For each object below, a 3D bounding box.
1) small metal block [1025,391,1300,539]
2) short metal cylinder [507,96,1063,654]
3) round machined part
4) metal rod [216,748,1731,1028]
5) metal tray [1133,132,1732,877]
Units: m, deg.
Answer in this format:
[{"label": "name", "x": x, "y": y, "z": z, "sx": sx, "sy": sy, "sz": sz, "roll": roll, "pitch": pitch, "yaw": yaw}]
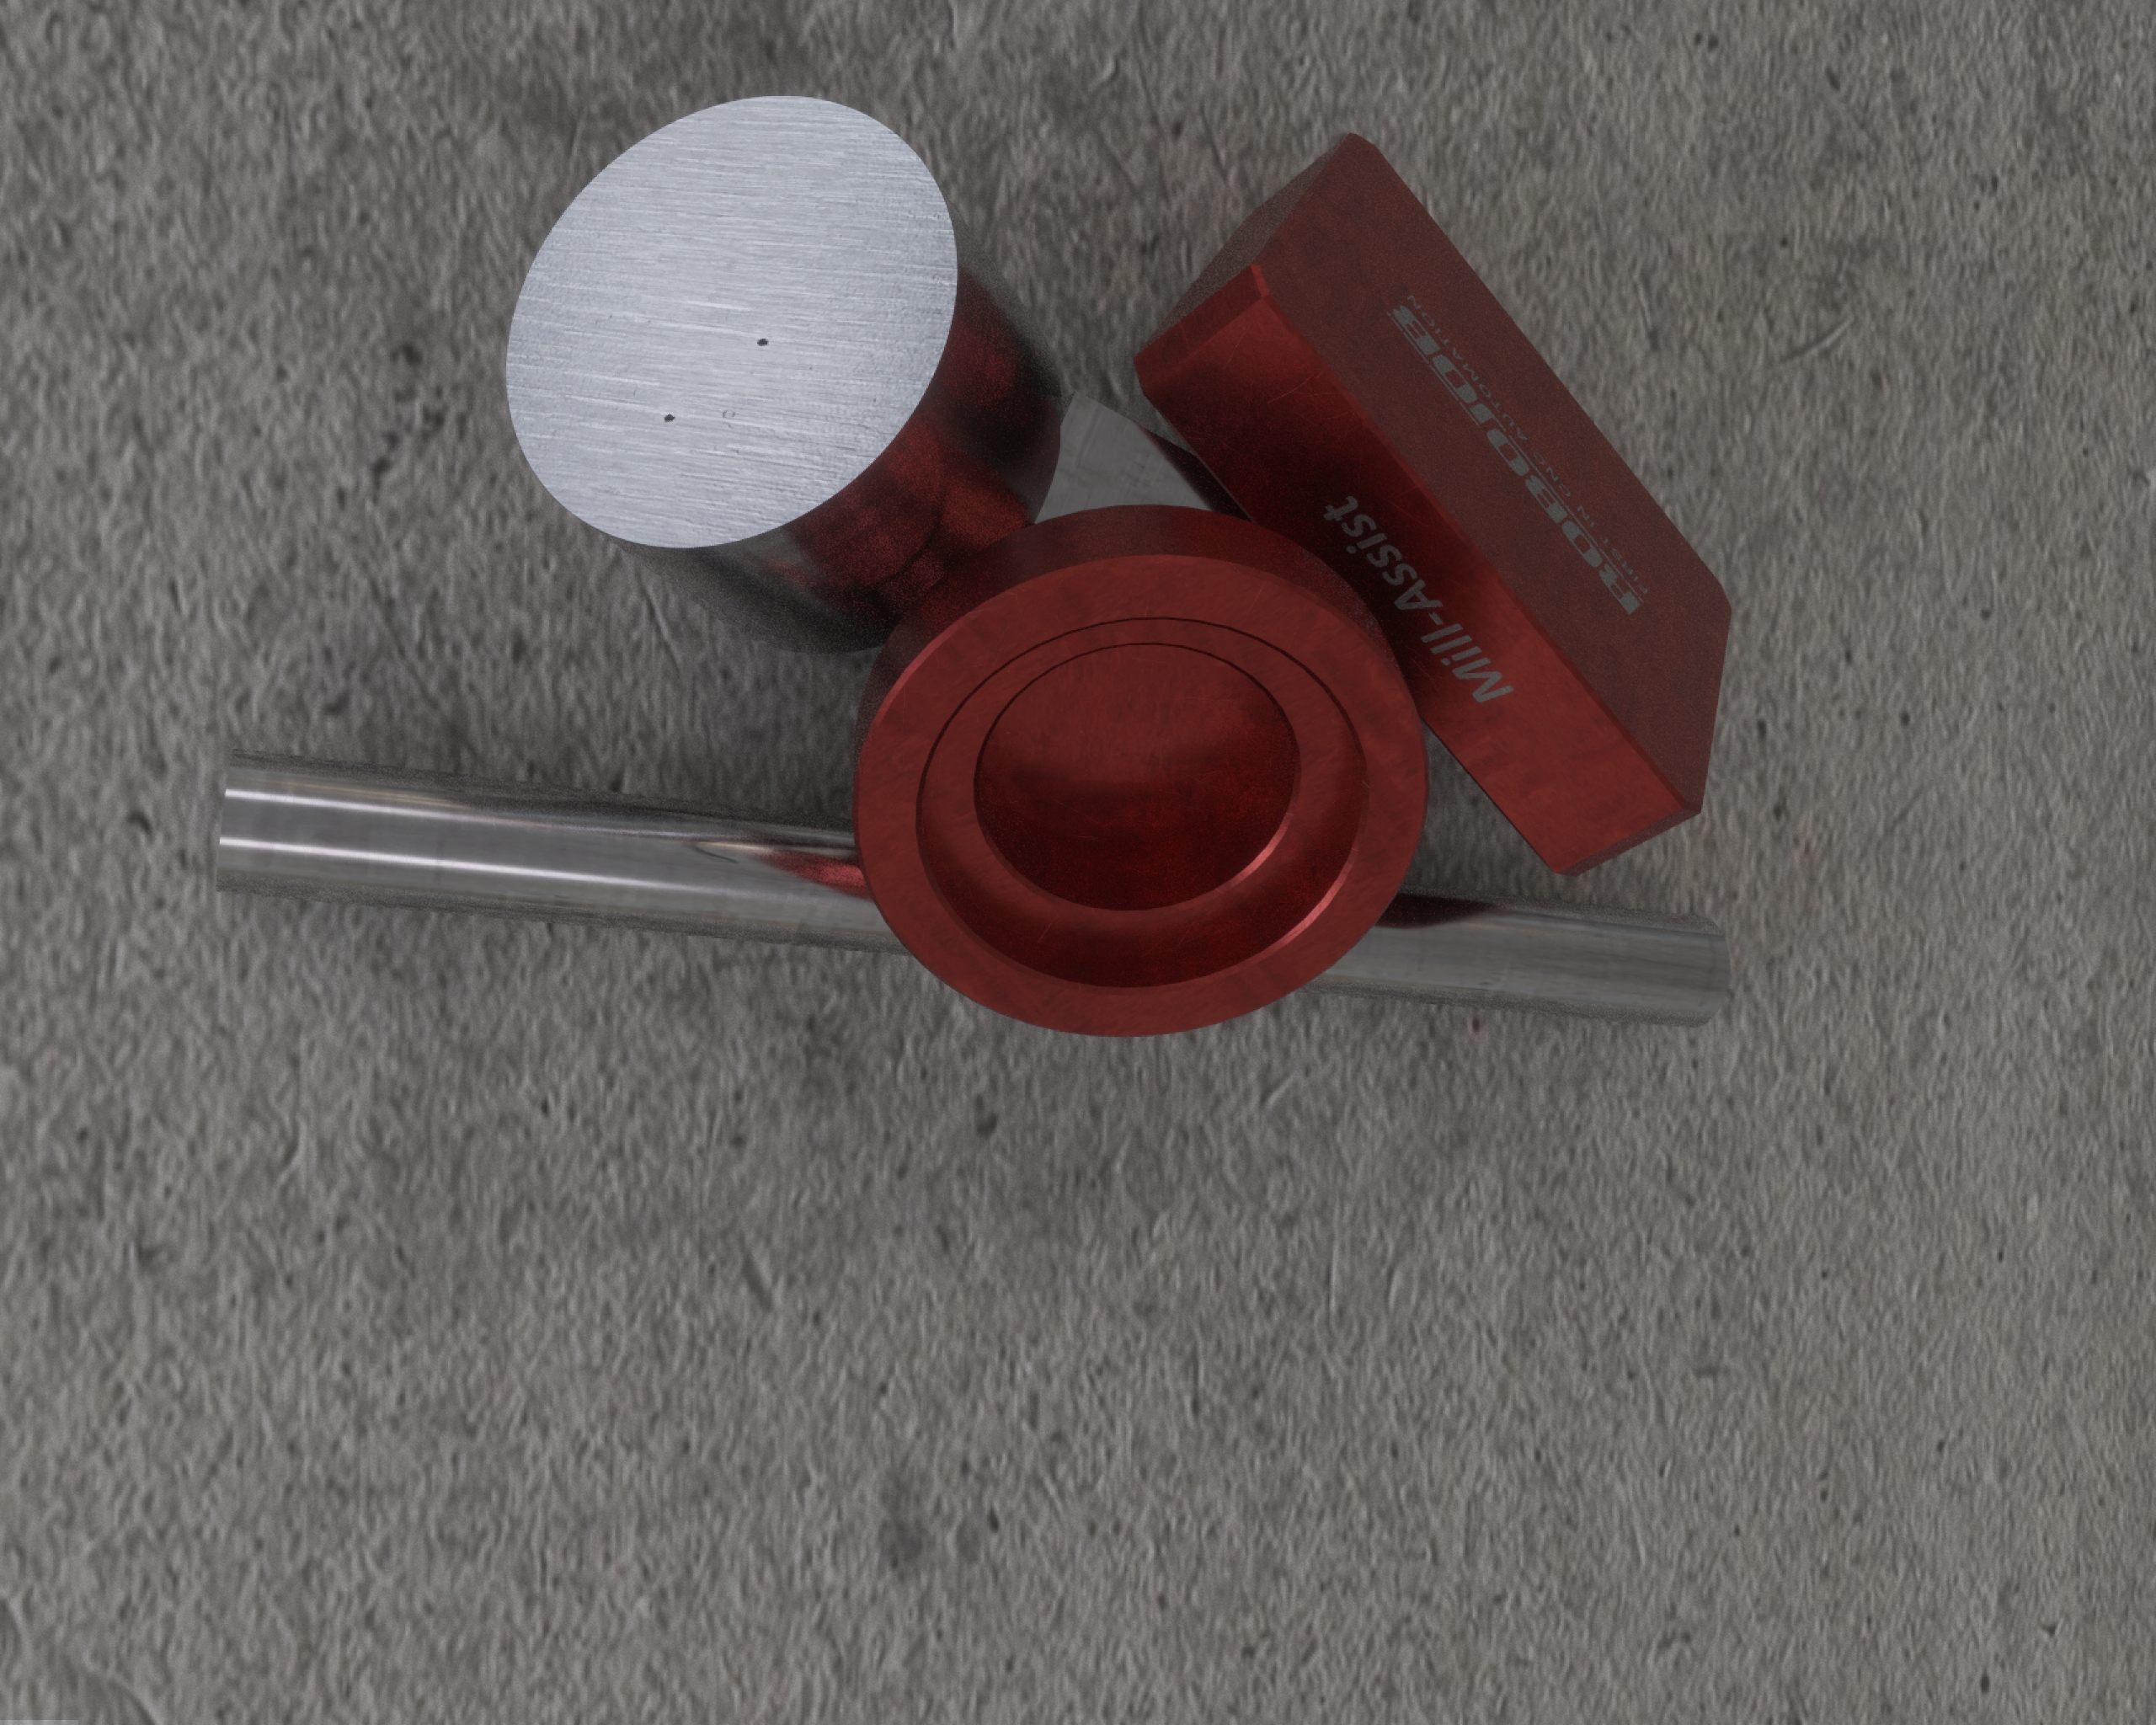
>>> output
[{"label": "small metal block", "x": 0.008, "y": -0.062, "z": 0.398, "sx": 0.050, "sy": 0.050, "sz": 0.025, "roll": 25, "pitch": 82, "yaw": -19}, {"label": "short metal cylinder", "x": -0.049, "y": -0.082, "z": 0.358, "sx": 0.080, "sy": 0.050, "sz": 0.080, "roll": -5, "pitch": 74, "yaw": 18}, {"label": "round machined part", "x": 0.010, "y": -0.019, "z": 0.372, "sx": 0.099, "sy": 0.042, "sz": 0.097, "roll": -3, "pitch": 124, "yaw": -4}, {"label": "metal rod", "x": -0.005, "y": 0.008, "z": 0.409, "sx": 0.302, "sy": 0.025, "sz": 0.025, "roll": 6, "pitch": 88, "yaw": -20}, {"label": "metal tray", "x": 0.075, "y": -0.071, "z": 0.408, "sx": 0.130, "sy": 0.030, "sz": 0.090, "roll": 47, "pitch": 37, "yaw": -14}]
